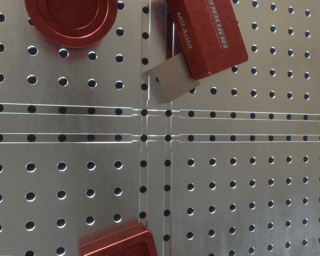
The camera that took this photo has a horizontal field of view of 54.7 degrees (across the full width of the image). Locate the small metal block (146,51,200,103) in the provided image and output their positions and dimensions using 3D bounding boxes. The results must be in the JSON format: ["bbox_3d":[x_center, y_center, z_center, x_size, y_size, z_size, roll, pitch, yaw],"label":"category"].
[{"bbox_3d":[0.018,-0.068,0.419,0.050,0.025,0.050,-32,101,-17],"label":"small metal block"}]

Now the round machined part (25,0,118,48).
[{"bbox_3d":[-0.101,-0.143,0.358,0.099,0.042,0.097,-5,106,-17],"label":"round machined part"}]

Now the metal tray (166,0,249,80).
[{"bbox_3d":[0.064,-0.140,0.419,0.091,0.030,0.129,-26,99,-36],"label":"metal tray"}]

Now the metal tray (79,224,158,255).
[{"bbox_3d":[-0.041,0.201,0.394,0.091,0.030,0.129,-16,96,-19],"label":"metal tray"}]
